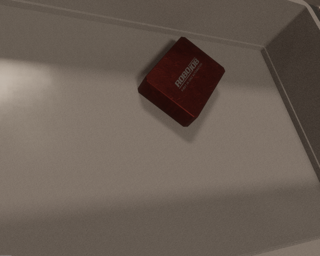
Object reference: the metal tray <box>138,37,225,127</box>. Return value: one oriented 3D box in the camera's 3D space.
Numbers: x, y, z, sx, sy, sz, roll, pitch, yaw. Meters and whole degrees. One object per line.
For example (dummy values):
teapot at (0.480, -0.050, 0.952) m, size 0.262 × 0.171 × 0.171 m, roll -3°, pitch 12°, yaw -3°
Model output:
metal tray at (0.037, -0.074, 0.469) m, size 0.090 × 0.030 × 0.130 m, roll 38°, pitch 51°, yaw -3°
